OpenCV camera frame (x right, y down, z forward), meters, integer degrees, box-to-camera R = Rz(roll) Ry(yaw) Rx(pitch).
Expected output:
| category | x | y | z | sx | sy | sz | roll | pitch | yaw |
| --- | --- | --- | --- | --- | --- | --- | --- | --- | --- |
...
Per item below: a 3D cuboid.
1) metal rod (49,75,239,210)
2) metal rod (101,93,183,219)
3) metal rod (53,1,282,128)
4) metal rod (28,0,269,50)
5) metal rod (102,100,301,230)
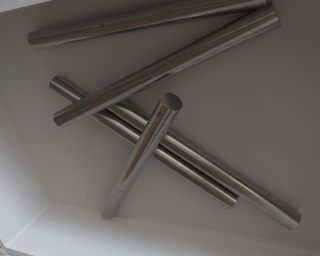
| category | x | y | z | sx | sy | sz | roll | pitch | yaw |
| --- | --- | --- | --- | --- | --- | --- | --- | --- | --- |
| metal rod | -0.026 | 0.017 | 0.430 | 0.301 | 0.025 | 0.025 | 33 | 129 | 5 |
| metal rod | -0.040 | 0.060 | 0.438 | 0.025 | 0.025 | 0.298 | 35 | 137 | 4 |
| metal rod | -0.015 | -0.059 | 0.358 | 0.300 | 0.025 | 0.025 | -21 | 108 | 29 |
| metal rod | -0.036 | -0.121 | 0.351 | 0.300 | 0.025 | 0.025 | -1 | 118 | 28 |
| metal rod | 0.045 | 0.036 | 0.405 | 0.301 | 0.025 | 0.025 | 33 | 129 | 5 |
